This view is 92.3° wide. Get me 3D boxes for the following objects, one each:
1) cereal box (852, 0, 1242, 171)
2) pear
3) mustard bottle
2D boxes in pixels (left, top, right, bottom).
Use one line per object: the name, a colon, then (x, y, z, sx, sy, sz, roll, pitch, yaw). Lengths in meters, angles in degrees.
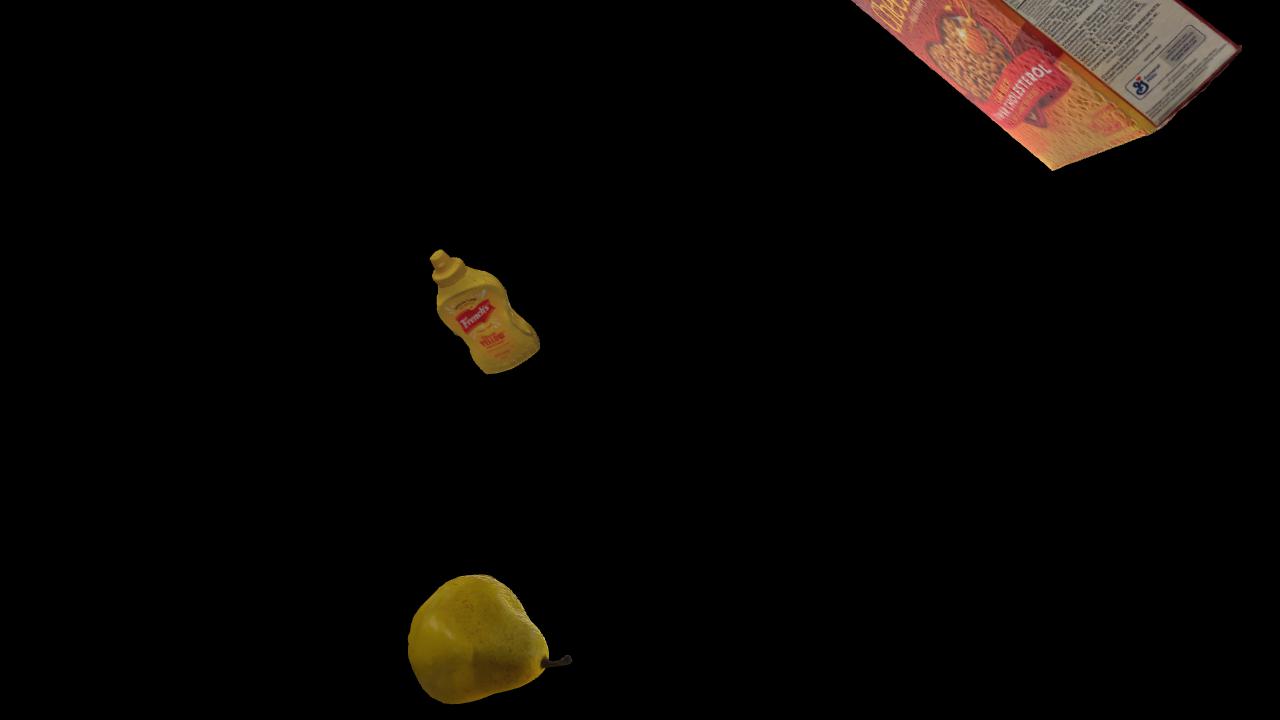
cereal box: (0.290, -0.296, 0.516, 0.306, 0.081, 0.203, 43, 18, 5)
pear: (-0.096, 0.191, 0.402, 0.111, 0.080, 0.080, 13, 8, 34)
mustard bottle: (-0.209, -0.066, 0.790, 0.092, 0.184, 0.054, -21, 40, 10)
